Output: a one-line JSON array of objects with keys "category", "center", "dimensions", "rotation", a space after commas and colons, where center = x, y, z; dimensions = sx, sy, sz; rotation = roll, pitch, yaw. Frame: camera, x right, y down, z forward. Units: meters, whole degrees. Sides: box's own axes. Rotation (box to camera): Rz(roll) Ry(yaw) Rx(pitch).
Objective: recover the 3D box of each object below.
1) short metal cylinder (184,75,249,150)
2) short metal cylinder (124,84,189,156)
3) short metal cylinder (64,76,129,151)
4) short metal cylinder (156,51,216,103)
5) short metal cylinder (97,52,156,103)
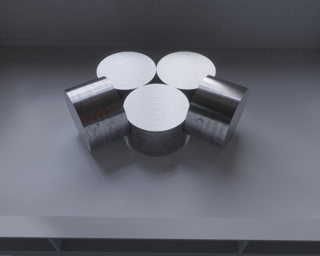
[{"category": "short metal cylinder", "center": [0.071, -0.020, 0.384], "dimensions": [0.050, 0.080, 0.080], "rotation": [23, 54, 18]}, {"category": "short metal cylinder", "center": [-0.004, -0.011, 0.396], "dimensions": [0.080, 0.050, 0.080], "rotation": [0, 50, 0]}, {"category": "short metal cylinder", "center": [-0.079, -0.018, 0.382], "dimensions": [0.050, 0.080, 0.080], "rotation": [-24, 54, -19]}, {"category": "short metal cylinder", "center": [0.035, -0.064, 0.441], "dimensions": [0.080, 0.050, 0.080], "rotation": [0, 50, 0]}, {"category": "short metal cylinder", "center": [-0.045, -0.064, 0.440], "dimensions": [0.080, 0.050, 0.080], "rotation": [0, 50, 0]}]
